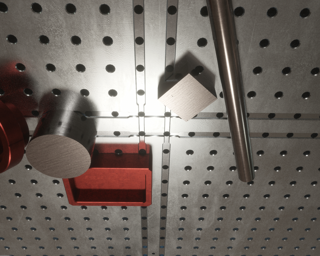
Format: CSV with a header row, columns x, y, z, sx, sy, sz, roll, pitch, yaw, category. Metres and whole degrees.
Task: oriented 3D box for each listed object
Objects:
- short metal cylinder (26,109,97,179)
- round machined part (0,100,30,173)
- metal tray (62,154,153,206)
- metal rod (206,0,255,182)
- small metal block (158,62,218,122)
x,y,z,sx,sy,sz,roll,pitch,yaw,category
-0.129,0.022,0.412,0.081,0.050,0.079,-1,130,0,short metal cylinder
-0.202,0.004,0.382,0.098,0.042,0.097,11,115,25,round machined part
-0.077,0.081,0.476,0.131,0.030,0.089,1,130,-2,metal tray
0.092,-0.035,0.382,0.025,0.025,0.299,-13,129,10,metal rod
0.033,-0.042,0.376,0.050,0.025,0.050,36,121,-27,small metal block
